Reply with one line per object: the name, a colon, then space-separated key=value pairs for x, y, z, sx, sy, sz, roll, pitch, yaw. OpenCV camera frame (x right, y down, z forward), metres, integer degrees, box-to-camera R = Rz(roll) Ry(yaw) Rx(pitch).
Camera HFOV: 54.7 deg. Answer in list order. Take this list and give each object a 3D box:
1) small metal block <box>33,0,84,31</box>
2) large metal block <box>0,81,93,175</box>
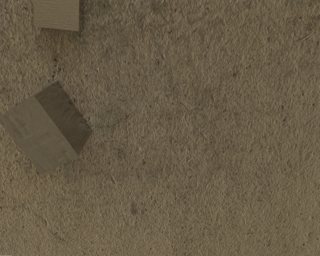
small metal block: x=-0.116 y=-0.141 z=0.356 sx=0.050 sy=0.025 sz=0.050 roll=5 pitch=110 yaw=-3
large metal block: x=-0.134 y=-0.003 z=0.377 sx=0.050 sy=0.080 sz=0.080 roll=-28 pitch=108 yaw=9
